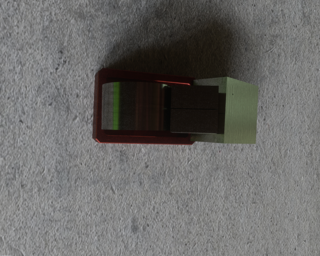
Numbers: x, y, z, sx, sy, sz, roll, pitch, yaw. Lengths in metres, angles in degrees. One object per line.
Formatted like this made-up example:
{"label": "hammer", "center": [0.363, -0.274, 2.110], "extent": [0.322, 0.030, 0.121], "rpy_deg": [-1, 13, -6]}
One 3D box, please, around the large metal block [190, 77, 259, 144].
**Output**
{"label": "large metal block", "center": [0.088, -0.020, 0.414], "extent": [0.081, 0.050, 0.080], "rpy_deg": [4, 89, -46]}

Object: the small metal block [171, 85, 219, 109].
{"label": "small metal block", "center": [0.040, -0.032, 0.356], "extent": [0.050, 0.050, 0.025], "rpy_deg": [2, 88, 6]}

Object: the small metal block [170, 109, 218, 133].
{"label": "small metal block", "center": [0.039, -0.007, 0.355], "extent": [0.050, 0.050, 0.025], "rpy_deg": [2, 88, 6]}

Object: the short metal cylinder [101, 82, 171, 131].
{"label": "short metal cylinder", "center": [-0.026, -0.023, 0.358], "extent": [0.081, 0.080, 0.050], "rpy_deg": [1, 90, -20]}

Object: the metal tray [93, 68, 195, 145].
{"label": "metal tray", "center": [-0.018, -0.025, 0.401], "extent": [0.131, 0.030, 0.089], "rpy_deg": [2, 89, -20]}
